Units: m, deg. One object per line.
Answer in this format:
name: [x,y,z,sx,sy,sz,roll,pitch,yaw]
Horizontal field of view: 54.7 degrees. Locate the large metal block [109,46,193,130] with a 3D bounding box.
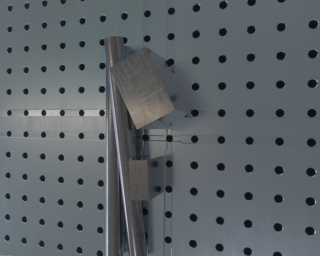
large metal block: [-0.008,-0.045,0.386,0.050,0.080,0.080,-27,81,18]

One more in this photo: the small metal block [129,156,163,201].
small metal block: [-0.018,0.064,0.405,0.025,0.050,0.050,-3,89,20]

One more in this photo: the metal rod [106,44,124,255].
metal rod: [-0.063,0.030,0.434,0.025,0.025,0.298,0,90,20]

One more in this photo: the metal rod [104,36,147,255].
metal rod: [-0.045,0.031,0.414,0.025,0.025,0.298,-5,93,20]
